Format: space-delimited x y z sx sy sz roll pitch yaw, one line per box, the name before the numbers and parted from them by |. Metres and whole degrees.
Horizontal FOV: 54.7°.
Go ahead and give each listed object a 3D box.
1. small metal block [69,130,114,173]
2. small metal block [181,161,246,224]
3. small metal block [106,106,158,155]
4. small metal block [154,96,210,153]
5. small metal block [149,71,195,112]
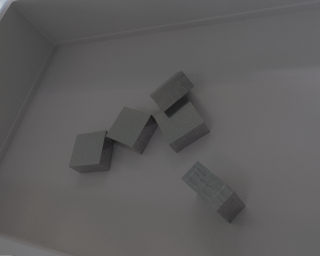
small metal block | -0.094 0.034 0.435 0.050 0.025 0.050 -8 58 24
small metal block | 0.056 0.067 0.320 0.025 0.050 0.050 -47 51 -4
small metal block | -0.037 0.003 0.424 0.050 0.025 0.050 18 71 35
small metal block | 0.027 -0.005 0.394 0.050 0.025 0.050 -33 52 6
small metal block | 0.014 -0.049 0.411 0.050 0.025 0.050 -40 9 1
